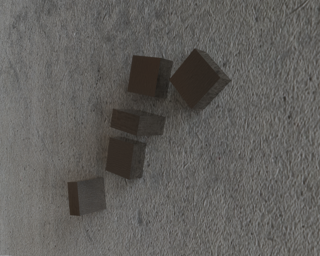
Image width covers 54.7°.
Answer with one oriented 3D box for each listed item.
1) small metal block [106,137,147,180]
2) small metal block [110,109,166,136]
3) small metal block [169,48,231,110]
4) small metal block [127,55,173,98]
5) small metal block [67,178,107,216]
[{"bbox_3d":[-0.049,0.042,0.446,0.050,0.025,0.050,13,98,39],"label":"small metal block"},{"bbox_3d":[-0.029,-0.008,0.413,0.050,0.050,0.025,16,101,39],"label":"small metal block"},{"bbox_3d":[0.046,-0.057,0.367,0.050,0.025,0.050,-49,61,29],"label":"small metal block"},{"bbox_3d":[-0.014,-0.069,0.416,0.050,0.025,0.050,16,100,39],"label":"small metal block"},{"bbox_3d":[-0.113,0.106,0.482,0.025,0.050,0.050,-10,84,40],"label":"small metal block"}]
